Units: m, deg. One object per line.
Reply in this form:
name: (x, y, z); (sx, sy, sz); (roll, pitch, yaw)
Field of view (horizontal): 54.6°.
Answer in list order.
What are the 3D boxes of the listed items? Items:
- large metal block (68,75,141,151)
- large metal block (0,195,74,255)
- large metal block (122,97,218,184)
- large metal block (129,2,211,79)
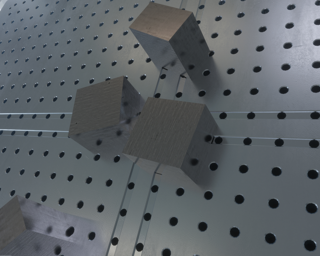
large metal block: (-0.077, -0.019, 0.446); (0.080, 0.050, 0.080); (-12, 56, 21)
large metal block: (-0.169, 0.138, 0.379); (0.080, 0.080, 0.050); (-40, 51, 1)
large metal block: (0.014, 0.013, 0.378); (0.080, 0.050, 0.080); (11, 67, 33)
large metal block: (0.016, -0.124, 0.442); (0.080, 0.080, 0.050); (31, 79, 38)
